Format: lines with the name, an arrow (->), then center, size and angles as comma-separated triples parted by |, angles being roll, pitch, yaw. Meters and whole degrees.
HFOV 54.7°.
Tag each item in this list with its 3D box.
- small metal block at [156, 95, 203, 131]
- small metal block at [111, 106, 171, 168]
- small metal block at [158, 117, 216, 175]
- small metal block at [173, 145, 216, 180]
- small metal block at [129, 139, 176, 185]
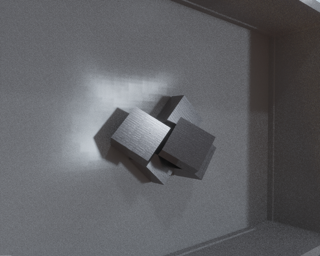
small metal block -> 0.026, -0.010, 0.428 | 0.050, 0.025, 0.050 | 50, 60, -29
small metal block -> -0.023, 0.011, 0.371 | 0.050, 0.025, 0.050 | 32, 65, 6
small metal block -> 0.033, 0.023, 0.386 | 0.050, 0.025, 0.050 | 31, 67, 0
small metal block -> 0.042, 0.040, 0.425 | 0.025, 0.050, 0.050 | 43, 64, -32
small metal block -> -0.004, 0.038, 0.403 | 0.050, 0.025, 0.050 | 50, 60, -29
